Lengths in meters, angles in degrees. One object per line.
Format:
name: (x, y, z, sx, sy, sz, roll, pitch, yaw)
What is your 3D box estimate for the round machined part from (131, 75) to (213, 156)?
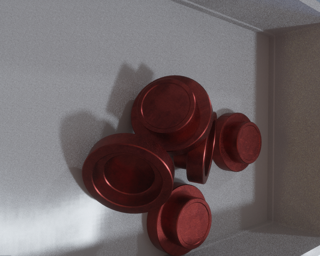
round machined part: (0.011, -0.019, 0.366, 0.042, 0.098, 0.098, 51, 54, -66)

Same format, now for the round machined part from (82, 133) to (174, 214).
round machined part: (-0.033, 0.046, 0.346, 0.098, 0.098, 0.042, 58, 22, -24)

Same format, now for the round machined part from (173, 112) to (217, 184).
round machined part: (0.047, 0.024, 0.418, 0.098, 0.042, 0.097, 8, 91, -74)

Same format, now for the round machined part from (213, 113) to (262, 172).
round machined part: (0.130, 0.023, 0.508, 0.099, 0.042, 0.097, 0, 90, -40)

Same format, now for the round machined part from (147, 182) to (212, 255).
round machined part: (0.033, 0.127, 0.426, 0.099, 0.042, 0.097, 0, 90, -40)
